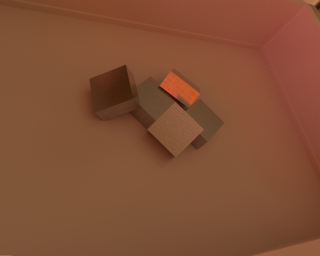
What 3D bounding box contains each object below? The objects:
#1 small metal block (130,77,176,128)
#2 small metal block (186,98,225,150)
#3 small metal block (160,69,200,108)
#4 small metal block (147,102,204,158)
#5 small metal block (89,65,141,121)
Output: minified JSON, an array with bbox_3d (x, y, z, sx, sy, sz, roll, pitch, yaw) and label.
[{"bbox_3d":[-0.014,-0.034,0.418,0.050,0.025,0.050,44,51,2],"label":"small metal block"},{"bbox_3d":[0.055,-0.006,0.439,0.050,0.025,0.050,46,51,3],"label":"small metal block"},{"bbox_3d":[0.030,-0.058,0.442,0.050,0.025,0.050,37,16,-4],"label":"small metal block"},{"bbox_3d":[0.019,0.003,0.398,0.050,0.025,0.050,45,82,3],"label":"small metal block"},{"bbox_3d":[-0.056,-0.043,0.384,0.050,0.025,0.050,-19,64,11],"label":"small metal block"}]
